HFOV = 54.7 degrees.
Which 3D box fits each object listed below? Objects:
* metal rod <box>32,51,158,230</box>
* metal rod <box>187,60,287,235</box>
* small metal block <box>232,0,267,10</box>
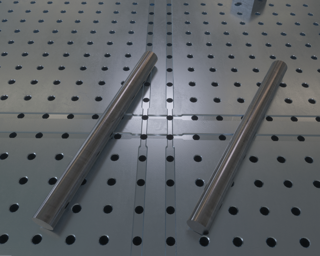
[{"bbox_3d":[-0.069,-0.007,0.413,0.025,0.025,0.301,16,52,13],"label":"metal rod"},{"bbox_3d":[0.114,0.003,0.405,0.025,0.025,0.301,24,54,18],"label":"metal rod"},{"bbox_3d":[0.187,-0.272,0.638,0.050,0.025,0.050,-35,58,-26],"label":"small metal block"}]
